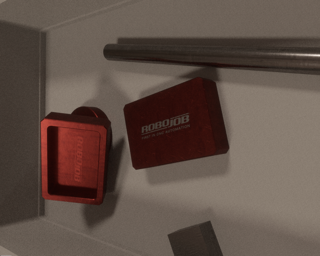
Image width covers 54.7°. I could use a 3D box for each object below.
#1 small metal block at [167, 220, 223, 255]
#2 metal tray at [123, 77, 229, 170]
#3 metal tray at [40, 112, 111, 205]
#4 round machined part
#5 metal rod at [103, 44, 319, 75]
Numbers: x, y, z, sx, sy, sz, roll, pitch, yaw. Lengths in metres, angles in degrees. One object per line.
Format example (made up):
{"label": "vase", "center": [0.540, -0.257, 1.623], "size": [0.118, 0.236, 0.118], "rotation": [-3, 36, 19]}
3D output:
{"label": "small metal block", "center": [0.043, 0.144, 0.370], "size": [0.050, 0.025, 0.050], "rotation": [-30, 71, 35]}
{"label": "metal tray", "center": [0.015, -0.001, 0.390], "size": [0.130, 0.030, 0.090], "rotation": [-16, 80, 38]}
{"label": "metal tray", "center": [-0.123, 0.046, 0.452], "size": [0.091, 0.030, 0.129], "rotation": [7, 111, -2]}
{"label": "round machined part", "center": [-0.125, 0.014, 0.496], "size": [0.098, 0.042, 0.097], "rotation": [0, 90, 39]}
{"label": "metal rod", "center": [0.039, -0.087, 0.373], "size": [0.300, 0.025, 0.025], "rotation": [13, 99, 38]}
